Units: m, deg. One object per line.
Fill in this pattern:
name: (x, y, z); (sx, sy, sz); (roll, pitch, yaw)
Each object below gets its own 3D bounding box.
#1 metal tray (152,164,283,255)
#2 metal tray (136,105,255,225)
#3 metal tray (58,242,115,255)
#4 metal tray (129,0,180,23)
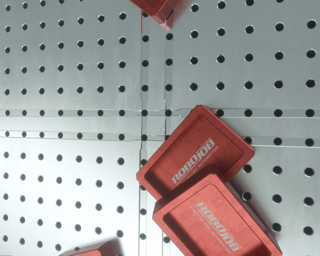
metal tray: (0.066, 0.119, 0.362); (0.090, 0.030, 0.130); (-38, 97, 12)
metal tray: (0.043, 0.046, 0.394); (0.090, 0.030, 0.130); (44, 103, 14)
metal tray: (-0.097, 0.240, 0.443); (0.090, 0.030, 0.129); (-20, 84, 18)
metal tray: (0.004, -0.218, 0.407); (0.090, 0.030, 0.130); (42, 103, 15)
